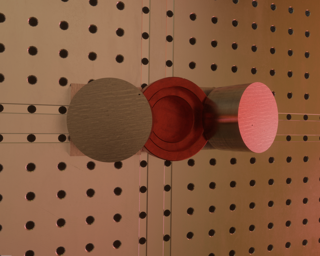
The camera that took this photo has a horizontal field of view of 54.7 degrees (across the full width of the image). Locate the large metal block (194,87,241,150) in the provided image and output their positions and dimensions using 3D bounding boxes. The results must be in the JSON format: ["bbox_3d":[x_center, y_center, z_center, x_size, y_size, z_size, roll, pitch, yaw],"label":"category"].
[{"bbox_3d":[0.073,-0.013,0.426,0.081,0.050,0.080,-1,91,-20],"label":"large metal block"}]

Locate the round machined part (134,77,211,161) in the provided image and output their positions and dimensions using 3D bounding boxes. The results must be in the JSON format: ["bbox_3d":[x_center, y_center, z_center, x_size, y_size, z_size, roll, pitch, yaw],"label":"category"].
[{"bbox_3d":[0.011,-0.011,0.376,0.099,0.042,0.097,0,90,-20],"label":"round machined part"}]

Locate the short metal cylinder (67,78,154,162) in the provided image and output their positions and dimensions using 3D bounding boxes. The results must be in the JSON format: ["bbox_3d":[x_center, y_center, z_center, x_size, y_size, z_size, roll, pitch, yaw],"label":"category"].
[{"bbox_3d":[-0.047,-0.008,0.315,0.080,0.050,0.079,0,91,1],"label":"short metal cylinder"}]

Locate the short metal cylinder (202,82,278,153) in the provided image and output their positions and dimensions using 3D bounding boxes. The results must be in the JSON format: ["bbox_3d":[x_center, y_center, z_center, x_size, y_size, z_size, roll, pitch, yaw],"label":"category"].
[{"bbox_3d":[0.096,-0.012,0.368,0.081,0.050,0.080,0,90,-40],"label":"short metal cylinder"}]

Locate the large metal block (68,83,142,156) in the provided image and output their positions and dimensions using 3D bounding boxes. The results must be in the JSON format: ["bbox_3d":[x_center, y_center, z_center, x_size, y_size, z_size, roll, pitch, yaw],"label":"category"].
[{"bbox_3d":[-0.068,-0.009,0.374,0.081,0.050,0.080,1,90,-20],"label":"large metal block"}]
